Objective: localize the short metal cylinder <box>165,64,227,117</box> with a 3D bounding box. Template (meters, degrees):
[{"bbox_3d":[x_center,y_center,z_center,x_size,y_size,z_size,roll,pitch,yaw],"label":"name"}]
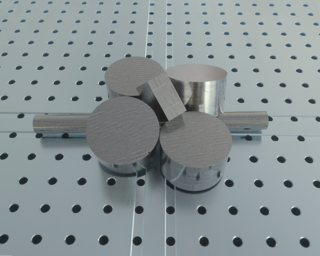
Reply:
[{"bbox_3d":[0.047,-0.050,0.412,0.081,0.050,0.080,0,27,0],"label":"short metal cylinder"}]

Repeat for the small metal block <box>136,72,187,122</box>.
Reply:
[{"bbox_3d":[0.000,-0.035,0.370,0.025,0.050,0.050,-32,99,-17],"label":"small metal block"}]

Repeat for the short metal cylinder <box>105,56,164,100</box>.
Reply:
[{"bbox_3d":[-0.033,-0.055,0.432,0.081,0.050,0.080,0,50,0],"label":"short metal cylinder"}]

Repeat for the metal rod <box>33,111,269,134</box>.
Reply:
[{"bbox_3d":[-0.011,-0.008,0.409,0.302,0.025,0.025,-1,50,-1],"label":"metal rod"}]

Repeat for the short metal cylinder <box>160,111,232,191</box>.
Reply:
[{"bbox_3d":[0.040,0.026,0.364,0.081,0.050,0.080,0,50,0],"label":"short metal cylinder"}]

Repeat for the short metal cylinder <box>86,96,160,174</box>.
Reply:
[{"bbox_3d":[-0.041,0.010,0.362,0.081,0.050,0.080,0,70,-1],"label":"short metal cylinder"}]
